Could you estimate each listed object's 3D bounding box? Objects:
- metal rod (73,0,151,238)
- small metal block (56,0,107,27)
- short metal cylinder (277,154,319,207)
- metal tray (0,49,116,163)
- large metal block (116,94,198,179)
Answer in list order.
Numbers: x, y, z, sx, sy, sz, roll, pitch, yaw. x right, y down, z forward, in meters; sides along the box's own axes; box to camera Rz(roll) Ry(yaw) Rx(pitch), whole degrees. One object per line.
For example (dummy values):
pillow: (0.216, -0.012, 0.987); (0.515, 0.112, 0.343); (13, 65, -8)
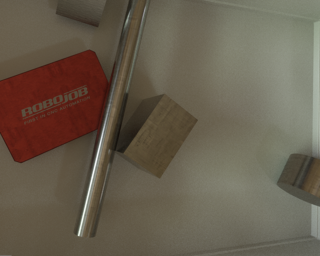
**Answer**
metal rod: (-0.052, -0.026, 0.359); (0.025, 0.025, 0.298); (14, 85, -20)
small metal block: (-0.090, -0.153, 0.362); (0.050, 0.050, 0.025); (12, 44, -20)
short metal cylinder: (0.226, 0.080, 0.467); (0.080, 0.080, 0.050); (32, 80, -18)
metal tray: (-0.122, -0.027, 0.363); (0.131, 0.030, 0.090); (-26, 99, -19)
large metal block: (-0.011, 0.009, 0.378); (0.050, 0.080, 0.080); (37, 78, -17)
